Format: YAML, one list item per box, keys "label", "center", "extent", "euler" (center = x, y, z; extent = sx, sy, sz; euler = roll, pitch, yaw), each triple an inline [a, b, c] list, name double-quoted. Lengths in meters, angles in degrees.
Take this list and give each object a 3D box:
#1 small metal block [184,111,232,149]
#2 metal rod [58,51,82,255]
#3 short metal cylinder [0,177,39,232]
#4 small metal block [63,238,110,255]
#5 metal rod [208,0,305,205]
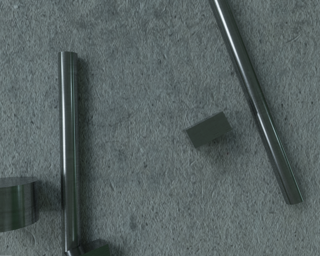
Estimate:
- label: "small metal block"
  center: [0.059, 0.002, 0.398]
  extent: [0.050, 0.050, 0.025]
  euler: [-27, 90, 0]
- label: "metal rod"
  center: [-0.118, 0.051, 0.408]
  extent: [0.025, 0.025, 0.298]
  euler: [-1, 90, 0]
- label: "short metal cylinder"
  center: [-0.192, 0.091, 0.381]
  extent: [0.081, 0.080, 0.050]
  euler: [-2, 90, 0]
- label: "small metal block"
  center: [-0.091, 0.177, 0.395]
  extent: [0.050, 0.025, 0.050]
  euler: [-11, 96, -35]
- label: "metal rod"
  center: [0.126, -0.043, 0.410]
  extent: [0.025, 0.025, 0.299]
  euler: [-21, 90, 0]
